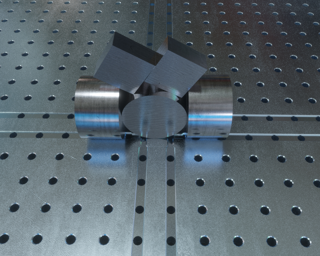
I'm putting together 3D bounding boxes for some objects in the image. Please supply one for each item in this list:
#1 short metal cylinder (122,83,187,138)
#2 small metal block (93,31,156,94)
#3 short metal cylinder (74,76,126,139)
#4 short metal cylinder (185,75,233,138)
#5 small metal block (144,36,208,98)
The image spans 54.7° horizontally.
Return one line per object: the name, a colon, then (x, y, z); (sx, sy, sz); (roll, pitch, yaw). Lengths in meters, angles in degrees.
short metal cylinder: (-0.006, -0.031, 0.397); (0.080, 0.080, 0.050); (1, 50, 1)
small metal block: (-0.039, -0.071, 0.345); (0.050, 0.050, 0.025); (22, 46, -23)
short metal cylinder: (-0.072, -0.026, 0.392); (0.050, 0.080, 0.080); (1, 50, 1)
short metal cylinder: (0.059, -0.027, 0.394); (0.050, 0.080, 0.080); (0, 50, 1)
small metal block: (0.017, -0.067, 0.348); (0.050, 0.050, 0.025); (21, 46, -23)
